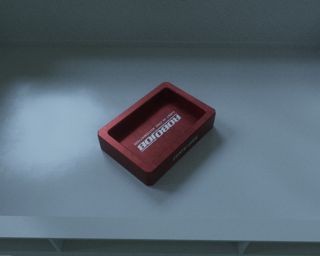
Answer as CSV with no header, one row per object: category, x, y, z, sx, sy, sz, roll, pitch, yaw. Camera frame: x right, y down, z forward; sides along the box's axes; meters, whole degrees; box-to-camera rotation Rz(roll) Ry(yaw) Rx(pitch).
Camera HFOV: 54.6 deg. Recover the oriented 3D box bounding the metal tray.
metal tray,-0.002,0.001,0.400,0.090,0.030,0.131,35,58,25
